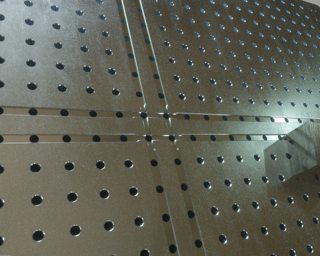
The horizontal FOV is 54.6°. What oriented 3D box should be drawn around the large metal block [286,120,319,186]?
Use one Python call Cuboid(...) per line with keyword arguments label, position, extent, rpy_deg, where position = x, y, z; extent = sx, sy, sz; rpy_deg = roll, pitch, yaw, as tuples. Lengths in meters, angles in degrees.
Cuboid(label="large metal block", position=(0.259, 0.045, 0.503), extent=(0.080, 0.050, 0.080), rpy_deg=(19, 54, -17))
